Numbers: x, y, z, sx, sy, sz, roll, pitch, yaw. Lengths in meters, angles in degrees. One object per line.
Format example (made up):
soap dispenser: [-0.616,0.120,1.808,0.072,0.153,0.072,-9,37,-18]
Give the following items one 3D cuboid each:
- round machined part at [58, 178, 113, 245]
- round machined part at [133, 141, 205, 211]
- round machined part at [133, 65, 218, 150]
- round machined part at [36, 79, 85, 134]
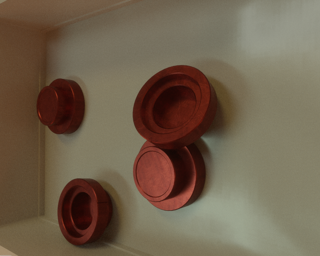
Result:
round machined part: [-0.112,0.127,0.480,0.098,0.042,0.097,-7,78,38]
round machined part: [0.004,0.056,0.390,0.098,0.042,0.097,0,90,39]
round machined part: [0.021,-0.021,0.362,0.098,0.042,0.098,-13,61,26]
round machined part: [-0.178,-0.038,0.540,0.098,0.042,0.097,0,90,39]
